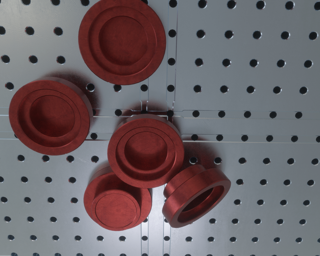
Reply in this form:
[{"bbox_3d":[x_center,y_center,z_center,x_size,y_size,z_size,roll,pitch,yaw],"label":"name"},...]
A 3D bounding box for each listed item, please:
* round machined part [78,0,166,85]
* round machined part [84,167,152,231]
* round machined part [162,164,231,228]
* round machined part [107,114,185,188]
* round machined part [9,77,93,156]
[{"bbox_3d":[-0.042,-0.103,0.366,0.099,0.042,0.097,0,110,0],"label":"round machined part"},{"bbox_3d":[-0.060,0.107,0.443,0.099,0.042,0.097,0,110,0],"label":"round machined part"},{"bbox_3d":[0.044,0.087,0.419,0.099,0.042,0.098,-26,146,-19],"label":"round machined part"},{"bbox_3d":[-0.018,0.027,0.413,0.099,0.042,0.097,0,109,-1],"label":"round machined part"},{"bbox_3d":[-0.135,-0.017,0.397,0.099,0.042,0.097,0,110,0],"label":"round machined part"}]
